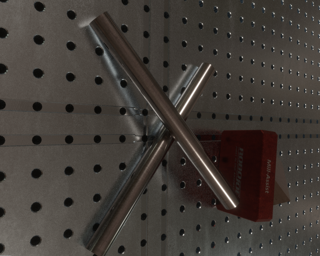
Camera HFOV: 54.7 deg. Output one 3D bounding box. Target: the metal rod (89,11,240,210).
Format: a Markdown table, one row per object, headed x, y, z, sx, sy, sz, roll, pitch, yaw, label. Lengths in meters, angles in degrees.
| x | y | z | sx | sy | sz | roll | pitch | yaw | label |
| --- | --- | --- | --- | --- | --- | --- | --- | --- | --- |
| 0.016 | -0.010 | 0.394 | 0.025 | 0.025 | 0.299 | -46 | 109 | -30 | metal rod |

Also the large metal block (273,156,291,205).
| x | y | z | sx | sy | sz | roll | pitch | yaw | label |
| --- | --- | --- | --- | --- | --- | --- | --- | --- | --- |
| 0.172 | 0.074 | 0.519 | 0.080 | 0.050 | 0.080 | 47 | 33 | -30 | large metal block |

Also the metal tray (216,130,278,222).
| x | y | z | sx | sy | sz | roll | pitch | yaw | label |
| --- | --- | --- | --- | --- | --- | --- | --- | --- | --- |
| 0.131 | 0.069 | 0.477 | 0.030 | 0.090 | 0.129 | 8 | 85 | -29 | metal tray |

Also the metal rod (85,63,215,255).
| x | y | z | sx | sy | sz | roll | pitch | yaw | label |
| --- | --- | --- | --- | --- | --- | --- | --- | --- | --- |
| -0.001 | 0.025 | 0.410 | 0.025 | 0.025 | 0.300 | 47 | 62 | -30 | metal rod |
